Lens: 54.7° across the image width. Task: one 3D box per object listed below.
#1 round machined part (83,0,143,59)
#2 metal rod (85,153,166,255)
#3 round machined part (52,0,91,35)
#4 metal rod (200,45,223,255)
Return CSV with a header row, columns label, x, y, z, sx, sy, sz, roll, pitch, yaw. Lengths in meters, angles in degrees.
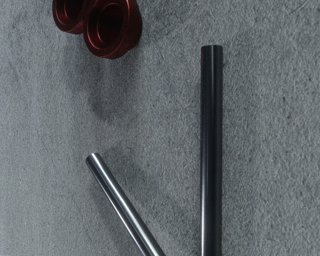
label,x,y,z,sx,sy,sz,roll,pitch,yaw
round machined part,-0.064,-0.148,0.447,0.098,0.042,0.097,0,90,40
metal rod,-0.025,0.142,0.410,0.300,0.025,0.025,48,119,34
round machined part,-0.128,-0.200,0.500,0.098,0.042,0.097,0,90,40
metal rod,0.059,0.057,0.356,0.025,0.025,0.298,1,90,40
